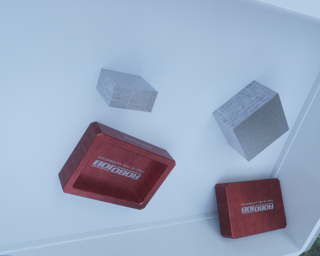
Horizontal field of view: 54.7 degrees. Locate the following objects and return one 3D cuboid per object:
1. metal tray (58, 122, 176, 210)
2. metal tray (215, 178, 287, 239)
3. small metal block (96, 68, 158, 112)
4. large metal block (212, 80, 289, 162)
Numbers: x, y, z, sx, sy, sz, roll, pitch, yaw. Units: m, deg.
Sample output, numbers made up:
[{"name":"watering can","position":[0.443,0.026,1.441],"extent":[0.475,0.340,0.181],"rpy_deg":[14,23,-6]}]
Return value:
[{"name":"metal tray","position":[-0.053,0.055,0.411],"extent":[0.131,0.030,0.090],"rpy_deg":[25,105,-37]},{"name":"metal tray","position":[0.163,0.139,0.550],"extent":[0.131,0.030,0.090],"rpy_deg":[1,77,-29]},{"name":"small metal block","position":[-0.038,-0.042,0.347],"extent":[0.050,0.050,0.025],"rpy_deg":[6,115,-32]},{"name":"large metal block","position":[0.137,-0.010,0.464],"extent":[0.080,0.050,0.080],"rpy_deg":[-38,130,-3]}]
